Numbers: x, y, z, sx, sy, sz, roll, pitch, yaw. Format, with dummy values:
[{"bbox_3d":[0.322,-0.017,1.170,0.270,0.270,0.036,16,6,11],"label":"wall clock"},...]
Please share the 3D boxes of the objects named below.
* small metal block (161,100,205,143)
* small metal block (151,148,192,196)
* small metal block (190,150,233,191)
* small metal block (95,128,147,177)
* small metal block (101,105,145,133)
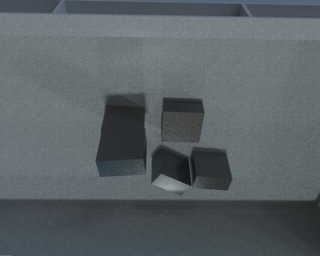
[{"bbox_3d":[0.028,-0.008,0.403,0.050,0.025,0.050,2,130,-3],"label":"small metal block"},{"bbox_3d":[0.016,0.063,0.447,0.050,0.050,0.025,26,125,-21],"label":"small metal block"},{"bbox_3d":[0.072,0.061,0.446,0.050,0.050,0.025,5,130,-5],"label":"small metal block"},{"bbox_3d":[-0.042,0.027,0.349,0.050,0.050,0.025,-3,130,2],"label":"small metal block"},{"bbox_3d":[-0.045,-0.003,0.390,0.050,0.050,0.025,5,130,-4],"label":"small metal block"}]
